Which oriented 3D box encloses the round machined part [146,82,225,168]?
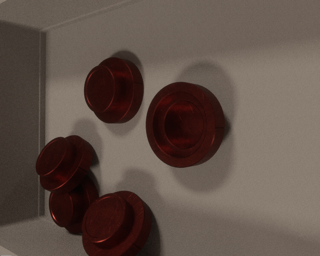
[{"bbox_3d":[0.033,-0.004,0.367,0.098,0.042,0.097,0,90,39],"label":"round machined part"}]

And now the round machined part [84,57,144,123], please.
[{"bbox_3d":[-0.074,-0.055,0.454,0.098,0.042,0.097,0,90,39],"label":"round machined part"}]

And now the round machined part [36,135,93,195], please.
[{"bbox_3d":[-0.159,0.053,0.496,0.098,0.042,0.098,-21,48,26],"label":"round machined part"}]

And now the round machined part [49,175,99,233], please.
[{"bbox_3d":[-0.148,0.126,0.515,0.098,0.042,0.097,0,90,39],"label":"round machined part"}]

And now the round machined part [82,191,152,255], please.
[{"bbox_3d":[-0.064,0.127,0.413,0.098,0.042,0.098,-19,43,19],"label":"round machined part"}]
